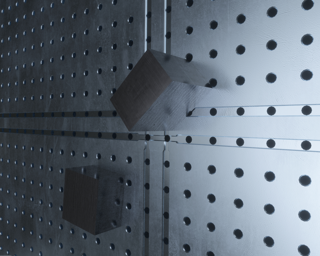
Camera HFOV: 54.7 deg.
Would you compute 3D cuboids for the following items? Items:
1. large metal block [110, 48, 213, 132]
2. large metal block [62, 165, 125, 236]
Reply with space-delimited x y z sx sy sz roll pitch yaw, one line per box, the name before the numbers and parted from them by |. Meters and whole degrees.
large metal block | 0.002 -0.041 0.370 0.080 0.081 0.050 -48 62 29
large metal block | -0.103 0.106 0.475 0.080 0.050 0.079 9 96 39
